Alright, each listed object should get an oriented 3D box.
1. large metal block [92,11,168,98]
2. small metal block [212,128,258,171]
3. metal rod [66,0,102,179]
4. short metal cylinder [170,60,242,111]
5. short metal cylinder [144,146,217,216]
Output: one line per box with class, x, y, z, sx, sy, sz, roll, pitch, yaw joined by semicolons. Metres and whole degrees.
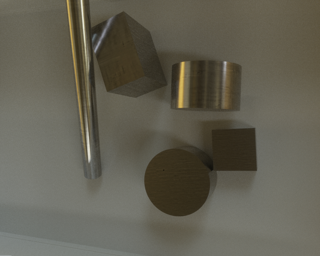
large metal block;-0.038;-0.088;0.394;0.050;0.080;0.080;-20;84;19
small metal block;0.092;0.026;0.378;0.050;0.025;0.050;-3;89;19
metal rod;-0.092;-0.065;0.376;0.025;0.025;0.298;12;120;19
short metal cylinder;0.053;-0.046;0.362;0.080;0.080;0.050;2;91;19
short metal cylinder;0.027;0.064;0.387;0.080;0.050;0.079;0;90;19
